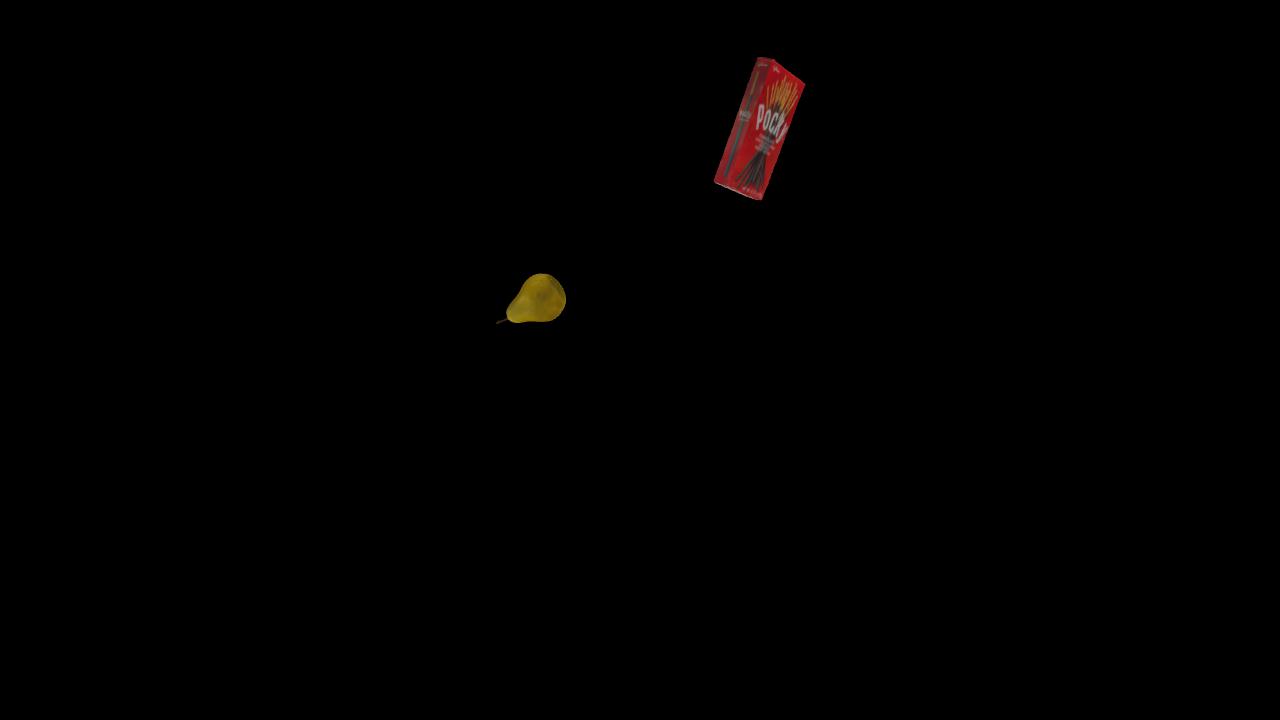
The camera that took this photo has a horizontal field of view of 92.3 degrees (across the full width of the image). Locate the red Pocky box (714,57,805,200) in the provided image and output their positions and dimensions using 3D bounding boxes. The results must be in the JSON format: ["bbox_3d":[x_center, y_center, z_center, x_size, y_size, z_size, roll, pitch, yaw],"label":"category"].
[{"bbox_3d":[0.151,-0.287,0.774,0.083,0.155,0.028,3,22,-46],"label":"red Pocky box"}]

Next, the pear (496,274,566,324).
[{"bbox_3d":[-0.172,-0.085,0.964,0.111,0.080,0.080,-27,-7,15],"label":"pear"}]
